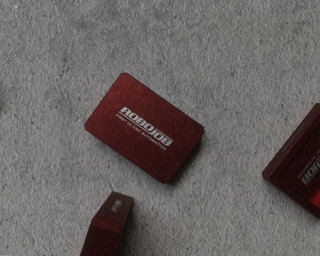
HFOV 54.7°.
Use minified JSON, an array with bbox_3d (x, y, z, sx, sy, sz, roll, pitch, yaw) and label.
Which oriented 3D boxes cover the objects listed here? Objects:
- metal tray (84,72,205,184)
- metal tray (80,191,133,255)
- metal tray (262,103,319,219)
[{"bbox_3d":[-0.020,0.000,0.407,0.130,0.030,0.090,35,90,0],"label":"metal tray"},{"bbox_3d":[-0.064,0.132,0.357,0.030,0.130,0.090,18,90,0],"label":"metal tray"},{"bbox_3d":[0.212,0.041,0.408,0.090,0.030,0.130,38,90,0],"label":"metal tray"}]
